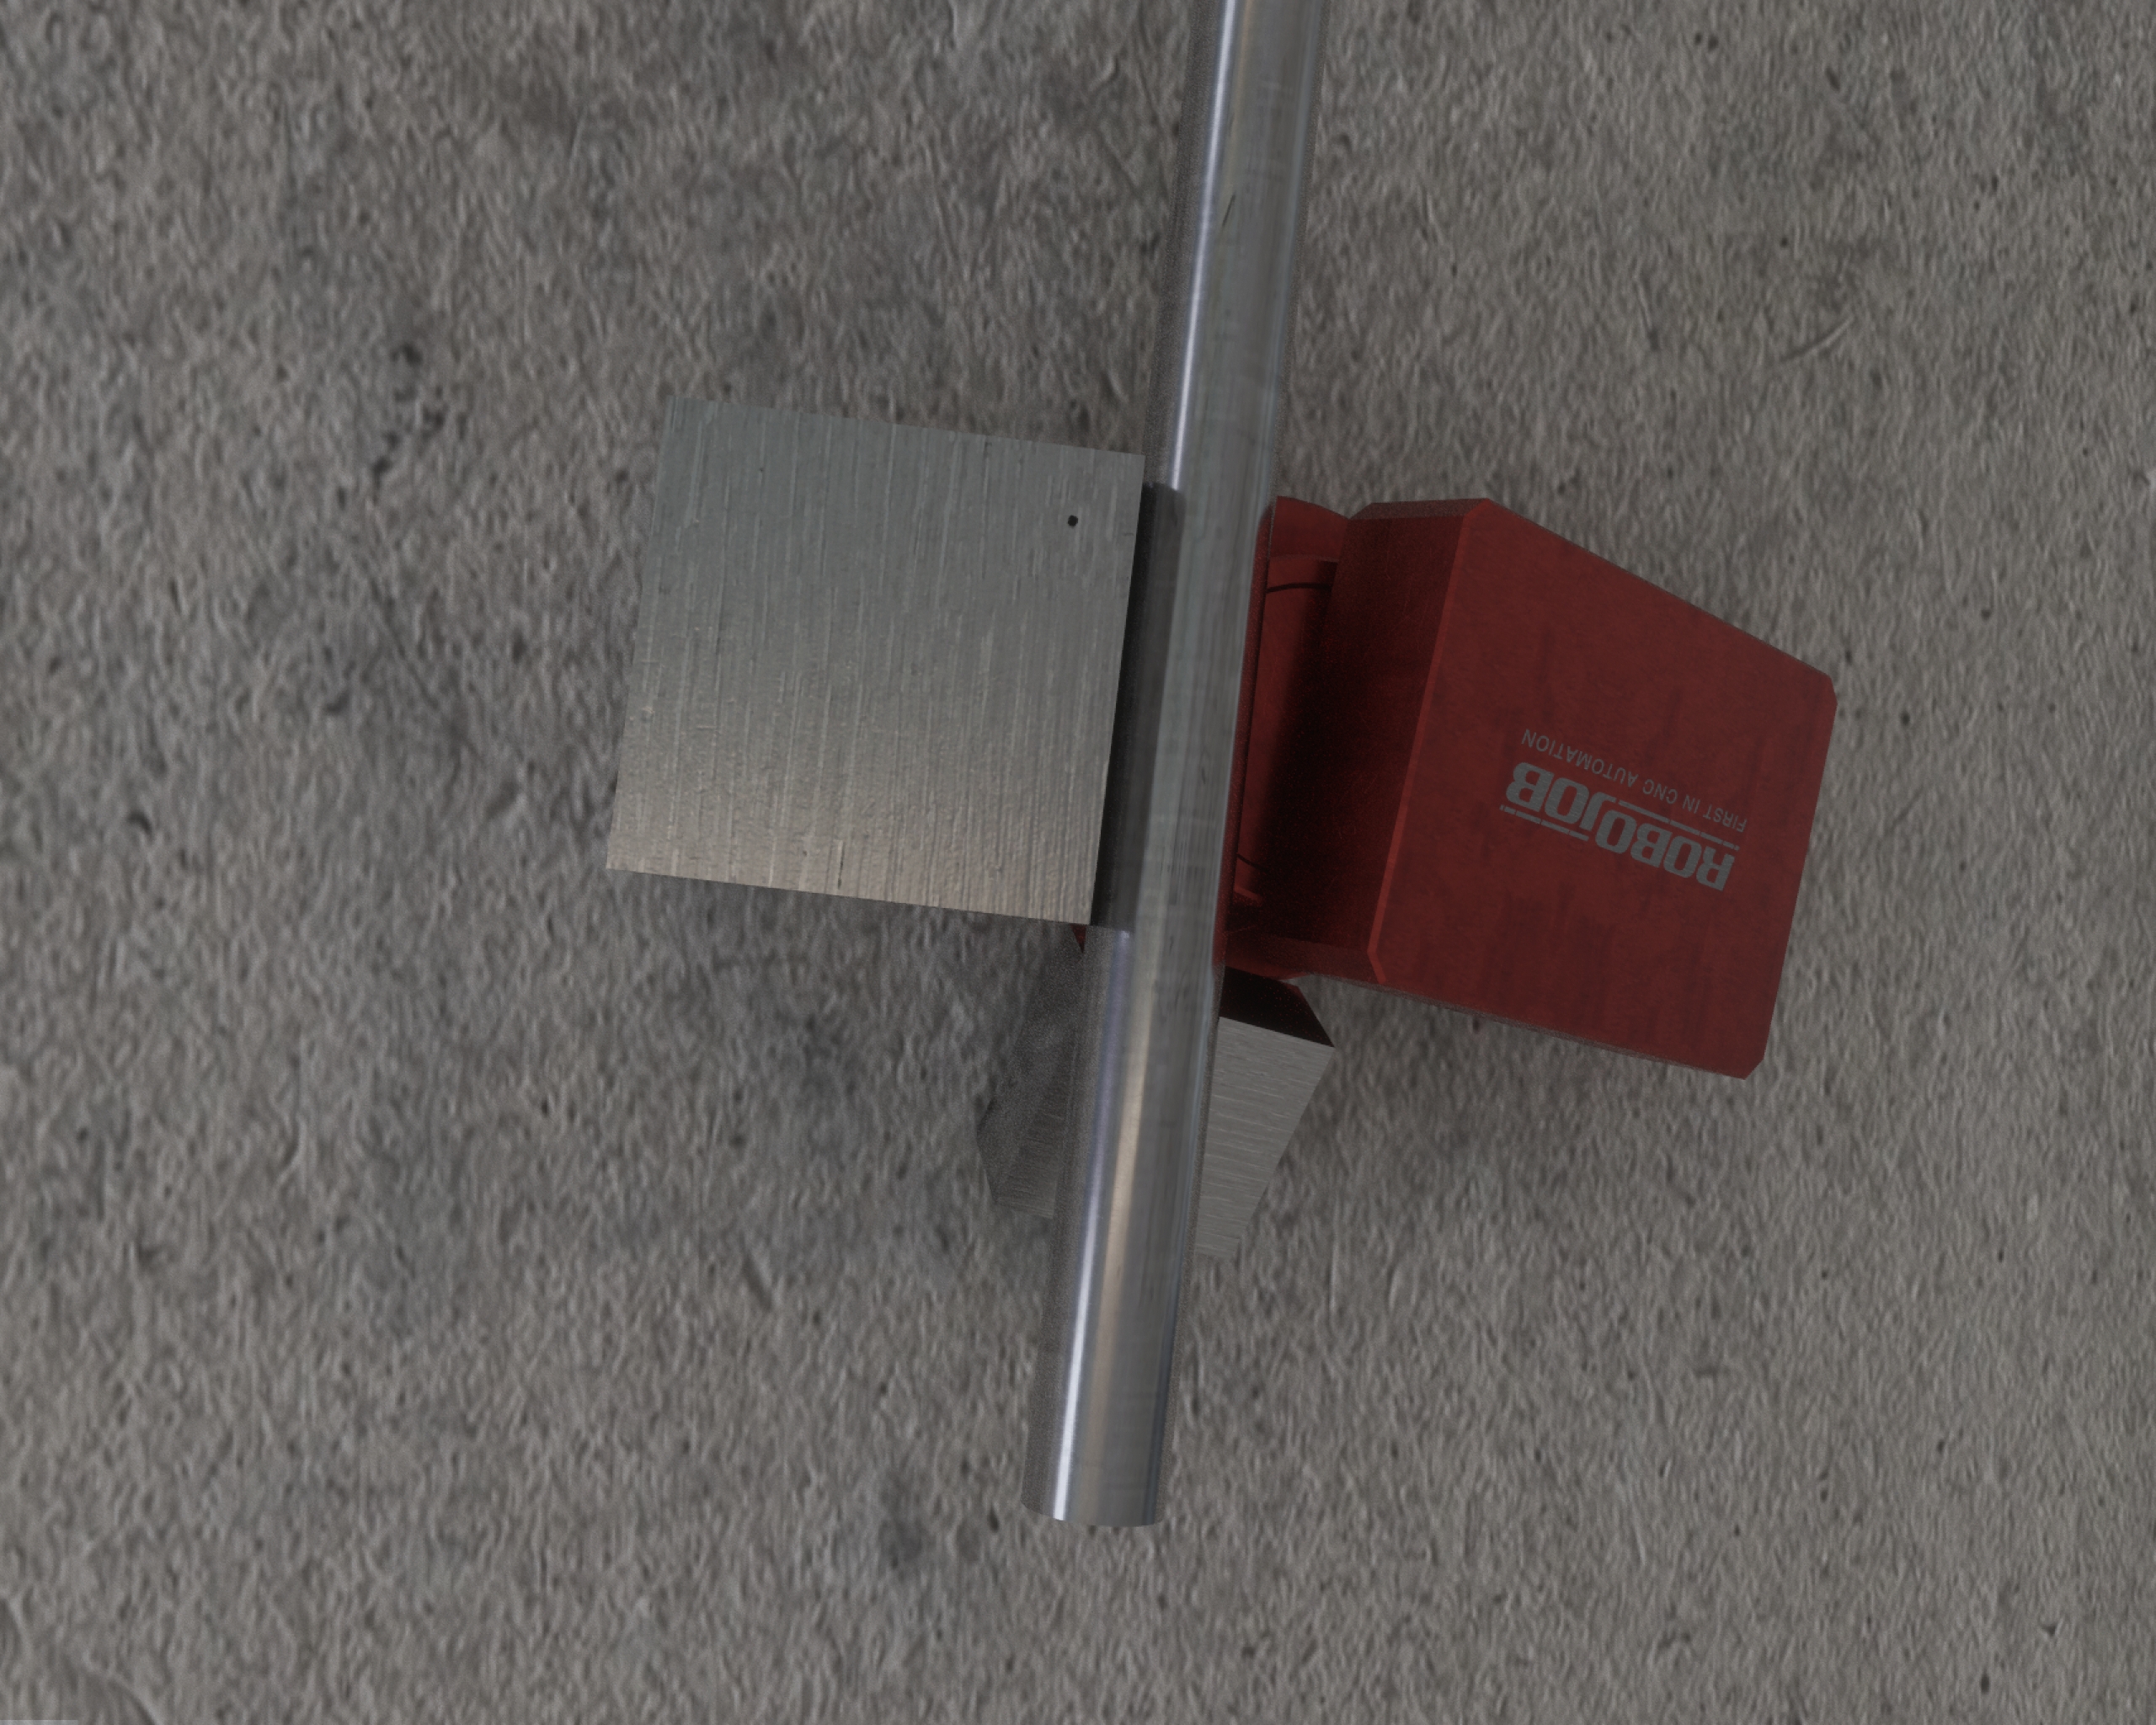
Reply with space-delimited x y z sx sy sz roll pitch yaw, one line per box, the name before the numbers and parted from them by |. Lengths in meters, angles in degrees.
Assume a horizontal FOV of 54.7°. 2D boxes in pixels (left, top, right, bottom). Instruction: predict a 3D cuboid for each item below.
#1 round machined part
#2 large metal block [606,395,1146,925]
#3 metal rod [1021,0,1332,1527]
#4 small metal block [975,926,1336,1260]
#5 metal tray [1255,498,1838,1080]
round machined part | 0.037 -0.025 0.415 0.099 0.042 0.097 0 90 -20
large metal block | -0.034 -0.033 0.373 0.081 0.050 0.080 7 88 -2
metal rod | 0.020 -0.036 0.373 0.025 0.025 0.298 8 85 -20
small metal block | 0.014 0.045 0.405 0.050 0.025 0.050 17 110 -19
metal tray | 0.099 -0.011 0.421 0.131 0.030 0.090 16 85 -40
